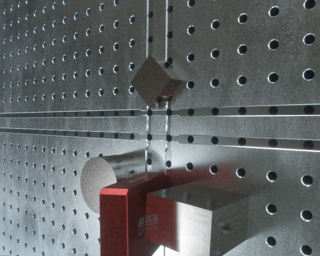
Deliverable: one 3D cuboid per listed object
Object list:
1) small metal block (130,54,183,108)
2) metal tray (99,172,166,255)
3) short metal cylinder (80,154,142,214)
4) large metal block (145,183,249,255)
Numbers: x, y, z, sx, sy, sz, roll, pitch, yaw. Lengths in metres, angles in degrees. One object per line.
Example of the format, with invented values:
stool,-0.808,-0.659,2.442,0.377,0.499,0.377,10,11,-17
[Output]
small metal block,-0.006,-0.062,0.414,0.050,0.025,0.050,-51,60,27
metal tray,-0.025,0.104,0.360,0.030,0.130,0.089,-1,89,18
short metal cylinder,-0.071,0.080,0.452,0.080,0.050,0.079,0,90,40
large metal block,0.041,0.098,0.339,0.080,0.081,0.050,5,94,40
